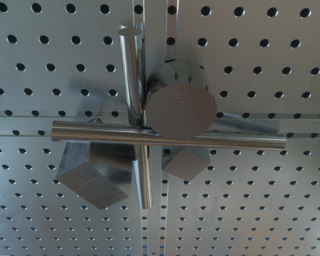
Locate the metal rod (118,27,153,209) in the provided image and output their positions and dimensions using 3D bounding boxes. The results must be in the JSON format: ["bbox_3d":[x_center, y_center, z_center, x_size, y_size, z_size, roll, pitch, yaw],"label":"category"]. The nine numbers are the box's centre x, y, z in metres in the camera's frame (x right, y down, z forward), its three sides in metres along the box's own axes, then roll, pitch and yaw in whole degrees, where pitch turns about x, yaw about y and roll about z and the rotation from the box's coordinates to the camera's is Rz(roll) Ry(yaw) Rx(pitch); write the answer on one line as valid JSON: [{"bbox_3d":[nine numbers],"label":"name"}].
[{"bbox_3d":[-0.028,0.012,0.422,0.025,0.025,0.298,-1,130,1],"label":"metal rod"}]

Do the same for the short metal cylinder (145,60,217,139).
[{"bbox_3d":[0.024,-0.033,0.368,0.081,0.050,0.079,0,130,0],"label":"short metal cylinder"}]

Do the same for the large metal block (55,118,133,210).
[{"bbox_3d":[-0.082,0.048,0.414,0.050,0.080,0.080,-28,125,21],"label":"large metal block"}]

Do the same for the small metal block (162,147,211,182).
[{"bbox_3d":[0.037,0.047,0.454,0.050,0.025,0.050,26,125,-21],"label":"small metal block"}]

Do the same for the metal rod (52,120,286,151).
[{"bbox_3d":[0.021,0.012,0.397,0.302,0.025,0.025,3,131,-13],"label":"metal rod"}]
